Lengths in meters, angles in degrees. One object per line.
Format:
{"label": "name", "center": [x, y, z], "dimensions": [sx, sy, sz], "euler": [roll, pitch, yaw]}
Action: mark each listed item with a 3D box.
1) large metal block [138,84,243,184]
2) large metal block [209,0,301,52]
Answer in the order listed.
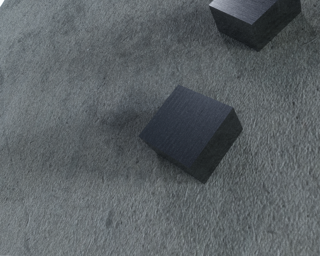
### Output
{"label": "large metal block", "center": [0.037, 0.006, 0.365], "dimensions": [0.080, 0.050, 0.080], "euler": [30, 78, 37]}
{"label": "large metal block", "center": [0.128, -0.162, 0.420], "dimensions": [0.080, 0.050, 0.080], "euler": [-44, 51, -2]}
